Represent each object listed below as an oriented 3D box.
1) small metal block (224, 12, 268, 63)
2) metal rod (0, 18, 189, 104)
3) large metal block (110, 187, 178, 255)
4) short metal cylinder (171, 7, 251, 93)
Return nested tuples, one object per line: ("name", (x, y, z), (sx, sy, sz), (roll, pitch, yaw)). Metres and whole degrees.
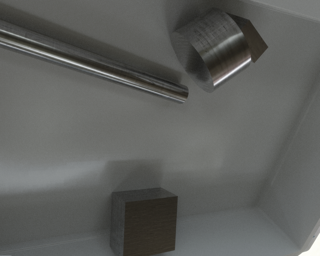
("small metal block", (0.096, -0.111, 0.378), (0.025, 0.050, 0.050), (-50, 129, 7))
("metal rod", (-0.092, -0.073, 0.313), (0.302, 0.025, 0.025), (14, 111, -34))
("large metal block", (-0.024, 0.134, 0.446), (0.081, 0.050, 0.079), (1, 94, -29))
("short metal cylinder", (0.056, -0.087, 0.352), (0.050, 0.080, 0.080), (-35, 129, -5))
